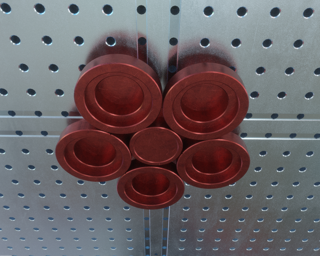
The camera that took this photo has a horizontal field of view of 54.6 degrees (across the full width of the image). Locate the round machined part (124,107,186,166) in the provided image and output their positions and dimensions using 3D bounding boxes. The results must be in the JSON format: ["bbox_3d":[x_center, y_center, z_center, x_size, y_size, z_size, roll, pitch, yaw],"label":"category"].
[{"bbox_3d":[-0.005,0.012,0.410,0.099,0.042,0.097,0,130,0],"label":"round machined part"}]

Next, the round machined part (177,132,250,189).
[{"bbox_3d":[0.072,0.038,0.433,0.099,0.042,0.097,0,130,0],"label":"round machined part"}]

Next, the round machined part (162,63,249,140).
[{"bbox_3d":[0.052,-0.035,0.370,0.099,0.042,0.097,0,130,0],"label":"round machined part"}]

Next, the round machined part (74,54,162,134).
[{"bbox_3d":[-0.047,-0.043,0.363,0.099,0.042,0.097,0,130,0],"label":"round machined part"}]

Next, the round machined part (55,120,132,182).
[{"bbox_3d":[-0.087,0.026,0.421,0.099,0.042,0.097,0,130,0],"label":"round machined part"}]

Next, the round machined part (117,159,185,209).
[{"bbox_3d":[-0.014,0.076,0.464,0.099,0.042,0.097,0,130,0],"label":"round machined part"}]
